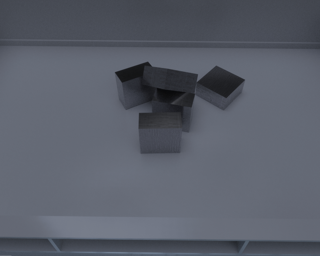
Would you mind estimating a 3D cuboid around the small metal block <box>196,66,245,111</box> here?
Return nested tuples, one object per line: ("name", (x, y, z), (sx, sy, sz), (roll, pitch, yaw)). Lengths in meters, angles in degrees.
("small metal block", (0.088, -0.060, 0.456), (0.050, 0.025, 0.050), (33, 57, 24))

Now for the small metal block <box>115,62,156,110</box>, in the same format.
("small metal block", (-0.033, -0.060, 0.438), (0.050, 0.050, 0.025), (-22, 52, -17))

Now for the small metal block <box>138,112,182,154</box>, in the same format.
("small metal block", (0.000, 0.007, 0.383), (0.050, 0.050, 0.025), (-1, 50, -1))

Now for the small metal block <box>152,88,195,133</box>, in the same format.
("small metal block", (0.017, -0.023, 0.408), (0.050, 0.050, 0.025), (11, 52, 8))

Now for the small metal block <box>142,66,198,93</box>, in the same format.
("small metal block", (0.012, -0.064, 0.405), (0.050, 0.025, 0.050), (2, 12, -37))
